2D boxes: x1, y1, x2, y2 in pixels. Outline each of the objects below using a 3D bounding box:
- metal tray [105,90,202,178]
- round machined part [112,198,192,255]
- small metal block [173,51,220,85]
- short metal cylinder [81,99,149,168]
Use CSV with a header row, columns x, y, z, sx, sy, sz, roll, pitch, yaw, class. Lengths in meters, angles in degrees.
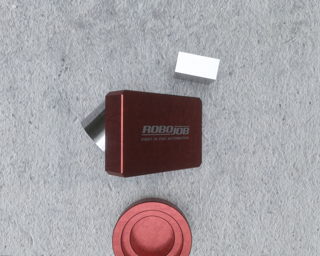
x,y,z,sx,sy,sz,roll,pitch,yaw,class
-0.002,0.006,0.366,0.131,0.030,0.089,0,90,-45,metal tray
-0.010,0.139,0.402,0.099,0.042,0.097,0,90,-1,round machined part
0.045,-0.075,0.398,0.050,0.050,0.025,11,90,-1,small metal block
-0.050,0.003,0.382,0.050,0.080,0.080,-44,91,0,short metal cylinder
